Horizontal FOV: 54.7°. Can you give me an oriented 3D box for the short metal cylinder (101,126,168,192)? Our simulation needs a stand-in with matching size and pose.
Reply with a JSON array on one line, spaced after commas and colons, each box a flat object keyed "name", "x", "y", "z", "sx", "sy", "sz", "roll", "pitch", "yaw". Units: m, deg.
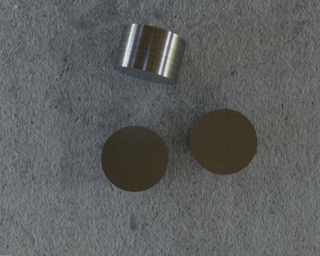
[{"name": "short metal cylinder", "x": -0.031, "y": 0.037, "z": 0.397, "sx": 0.081, "sy": 0.050, "sz": 0.080, "roll": 0, "pitch": 90, "yaw": 0}]

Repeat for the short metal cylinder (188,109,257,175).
[{"name": "short metal cylinder", "x": 0.077, "y": 0.017, "z": 0.398, "sx": 0.081, "sy": 0.050, "sz": 0.080, "roll": 0, "pitch": 90, "yaw": 0}]

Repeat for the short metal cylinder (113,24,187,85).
[{"name": "short metal cylinder", "x": -0.012, "y": -0.088, "z": 0.382, "sx": 0.080, "sy": 0.080, "sz": 0.050, "roll": 14, "pitch": 90, "yaw": 0}]
